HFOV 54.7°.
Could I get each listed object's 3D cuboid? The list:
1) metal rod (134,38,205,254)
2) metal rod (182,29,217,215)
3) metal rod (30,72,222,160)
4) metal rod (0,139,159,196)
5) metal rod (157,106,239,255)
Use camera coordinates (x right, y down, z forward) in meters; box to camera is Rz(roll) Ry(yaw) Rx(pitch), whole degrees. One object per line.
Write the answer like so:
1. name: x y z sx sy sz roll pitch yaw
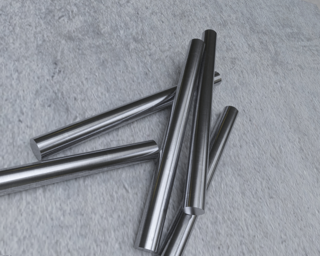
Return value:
1. metal rod: 0.021 0.001 0.393 0.025 0.025 0.300 24 60 -14
2. metal rod: 0.059 -0.031 0.422 0.025 0.025 0.300 22 54 -16
3. metal rod: -0.020 -0.029 0.412 0.302 0.025 0.025 -25 76 -37
4. metal rod: -0.134 0.048 0.302 0.303 0.025 0.025 -10 67 -33
5. metal rod: 0.048 0.075 0.385 0.025 0.025 0.301 36 51 -5
